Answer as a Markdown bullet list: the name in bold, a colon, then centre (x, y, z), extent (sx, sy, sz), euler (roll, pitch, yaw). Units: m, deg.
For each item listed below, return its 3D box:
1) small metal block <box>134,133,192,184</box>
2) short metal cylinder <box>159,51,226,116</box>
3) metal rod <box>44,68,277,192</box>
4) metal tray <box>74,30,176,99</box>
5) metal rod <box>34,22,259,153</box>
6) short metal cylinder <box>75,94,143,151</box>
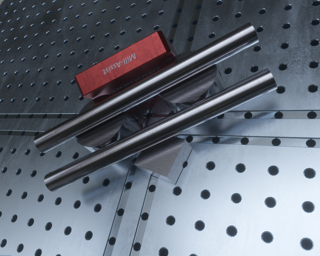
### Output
- **small metal block**: centre (0.004, 0.035, 0.382), extent (0.050, 0.025, 0.050), euler (16, 70, 34)
- **short metal cylinder**: centre (0.042, -0.053, 0.402), extent (0.080, 0.050, 0.080), euler (-13, 56, 20)
- **metal rod**: centre (-0.009, 0.008, 0.373), extent (0.301, 0.025, 0.025), euler (-25, 53, 12)
- **metal tray**: centre (-0.041, -0.081, 0.434), extent (0.130, 0.090, 0.030), euler (-25, 85, 12)
- **metal rod**: centre (-0.025, -0.044, 0.381), extent (0.301, 0.025, 0.025), euler (-26, 53, 11)
- **short metal cylinder**: centre (-0.070, 0.001, 0.427), extent (0.080, 0.050, 0.080), euler (-13, 56, 20)
